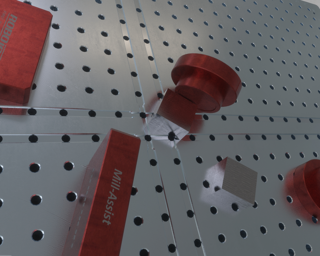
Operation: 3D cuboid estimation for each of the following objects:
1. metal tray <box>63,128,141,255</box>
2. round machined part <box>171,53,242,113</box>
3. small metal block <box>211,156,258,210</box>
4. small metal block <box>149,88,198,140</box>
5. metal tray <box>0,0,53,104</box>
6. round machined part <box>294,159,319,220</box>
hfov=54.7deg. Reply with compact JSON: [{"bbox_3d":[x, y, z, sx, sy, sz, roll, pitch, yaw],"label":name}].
[{"bbox_3d":[-0.057,0.076,0.288,0.030,0.090,0.130,20,54,-17],"label":"metal tray"},{"bbox_3d":[0.060,-0.056,0.432,0.098,0.098,0.042,30,73,-9],"label":"round machined part"},{"bbox_3d":[0.101,0.074,0.417,0.050,0.025,0.050,28,52,-11],"label":"small metal block"},{"bbox_3d":[0.020,-0.019,0.430,0.050,0.025,0.050,30,52,-9],"label":"small metal block"},{"bbox_3d":[-0.187,-0.099,0.364,0.091,0.030,0.130,14,56,-20],"label":"metal tray"},{"bbox_3d":[0.262,0.093,0.481,0.099,0.042,0.098,14,56,-21],"label":"round machined part"}]
